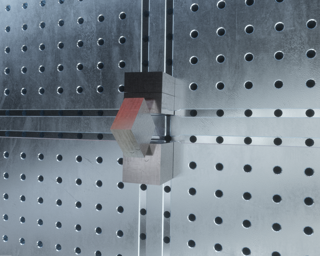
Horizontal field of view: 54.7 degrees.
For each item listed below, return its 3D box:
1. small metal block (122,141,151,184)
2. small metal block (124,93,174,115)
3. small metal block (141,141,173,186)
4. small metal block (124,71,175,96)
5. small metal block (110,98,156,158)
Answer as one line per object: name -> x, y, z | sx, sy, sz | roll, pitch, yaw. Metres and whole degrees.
small metal block -> -0.026, 0.043, 0.407 | 0.025, 0.050, 0.050 | 2, 91, 20
small metal block -> -0.013, -0.031, 0.402 | 0.050, 0.050, 0.025 | 2, 91, 19
small metal block -> -0.003, 0.044, 0.398 | 0.025, 0.050, 0.050 | 2, 91, 20
small metal block -> -0.012, -0.056, 0.402 | 0.050, 0.050, 0.025 | 2, 91, 19
small metal block -> -0.030, 0.000, 0.365 | 0.025, 0.050, 0.050 | 1, 48, 20
